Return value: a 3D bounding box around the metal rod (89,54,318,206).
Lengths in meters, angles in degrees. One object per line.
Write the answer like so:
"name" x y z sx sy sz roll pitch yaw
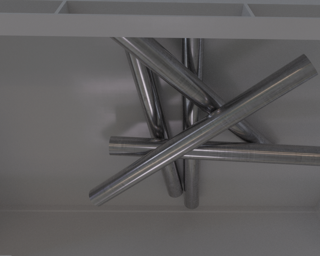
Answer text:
"metal rod" 0.031 0.015 0.357 0.300 0.025 0.025 -34 123 21

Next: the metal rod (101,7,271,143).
"metal rod" 0.059 -0.028 0.357 0.025 0.025 0.301 -36 131 26

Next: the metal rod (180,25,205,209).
"metal rod" 0.043 0.011 0.418 0.025 0.025 0.298 -3 130 2

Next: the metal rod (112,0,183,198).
"metal rod" -0.005 -0.010 0.399 0.025 0.025 0.299 -9 130 7

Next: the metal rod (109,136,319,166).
"metal rod" 0.087 0.030 0.392 0.302 0.025 0.025 3 130 2
